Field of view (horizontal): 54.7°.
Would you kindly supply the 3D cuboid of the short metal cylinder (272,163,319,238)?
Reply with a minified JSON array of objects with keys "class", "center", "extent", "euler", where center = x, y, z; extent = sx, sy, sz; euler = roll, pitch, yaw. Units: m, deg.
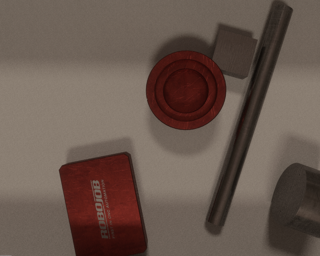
[{"class":"short metal cylinder","center":[0.183,0.090,0.386],"extent":[0.050,0.080,0.080],"euler":[20,90,0]}]

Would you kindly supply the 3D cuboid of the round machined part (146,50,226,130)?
[{"class":"round machined part","center":[0.033,-0.047,0.400],"extent":[0.099,0.042,0.097],"euler":[0,94,4]}]

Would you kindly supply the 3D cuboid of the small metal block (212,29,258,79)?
[{"class":"small metal block","center":[0.096,-0.097,0.413],"extent":[0.050,0.025,0.050],"euler":[15,90,-1]}]

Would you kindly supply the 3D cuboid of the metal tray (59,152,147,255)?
[{"class":"metal tray","center":[-0.073,0.103,0.408],"extent":[0.091,0.030,0.129],"euler":[-11,90,-1]}]

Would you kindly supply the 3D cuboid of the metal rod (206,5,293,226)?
[{"class":"metal rod","center":[0.119,-0.016,0.412],"extent":[0.025,0.025,0.298],"euler":[18,90,-1]}]
